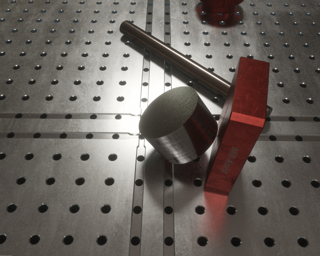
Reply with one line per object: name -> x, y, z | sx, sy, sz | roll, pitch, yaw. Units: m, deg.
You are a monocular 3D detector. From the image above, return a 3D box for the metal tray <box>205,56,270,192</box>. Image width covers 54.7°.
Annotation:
metal tray -> 0.082, 0.000, 0.339 | 0.030, 0.129, 0.090 | 14, 51, 7

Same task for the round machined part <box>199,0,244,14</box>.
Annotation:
round machined part -> 0.121, -0.267, 0.623 | 0.099, 0.042, 0.098 | 0, 50, 0

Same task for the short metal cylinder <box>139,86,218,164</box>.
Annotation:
short metal cylinder -> 0.022, -0.004, 0.372 | 0.080, 0.050, 0.080 | -25, 37, 21

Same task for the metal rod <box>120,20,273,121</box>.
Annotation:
metal rod -> 0.041, -0.100, 0.491 | 0.025, 0.025, 0.300 | -37, 59, -27
